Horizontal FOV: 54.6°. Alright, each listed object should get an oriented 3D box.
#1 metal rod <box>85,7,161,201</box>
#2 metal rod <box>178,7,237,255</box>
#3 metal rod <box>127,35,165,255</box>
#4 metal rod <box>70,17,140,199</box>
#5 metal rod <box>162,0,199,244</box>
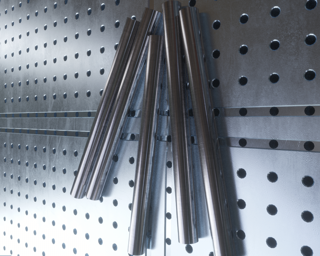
[{"bbox_3d":[-0.058,-0.024,0.459,0.025,0.025,0.298,32,110,35],"label":"metal rod"},{"bbox_3d":[0.055,0.004,0.365,0.025,0.025,0.299,-13,82,39],"label":"metal rod"},{"bbox_3d":[-0.018,0.027,0.425,0.025,0.025,0.298,10,97,39],"label":"metal rod"},{"bbox_3d":[-0.087,-0.020,0.482,0.025,0.025,0.298,34,111,35],"label":"metal rod"},{"bbox_3d":[0.025,-0.010,0.390,0.025,0.025,0.299,-7,86,40],"label":"metal rod"}]
